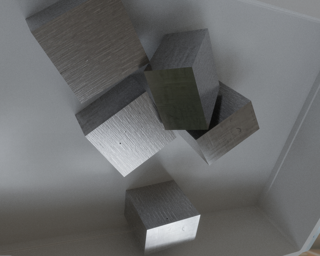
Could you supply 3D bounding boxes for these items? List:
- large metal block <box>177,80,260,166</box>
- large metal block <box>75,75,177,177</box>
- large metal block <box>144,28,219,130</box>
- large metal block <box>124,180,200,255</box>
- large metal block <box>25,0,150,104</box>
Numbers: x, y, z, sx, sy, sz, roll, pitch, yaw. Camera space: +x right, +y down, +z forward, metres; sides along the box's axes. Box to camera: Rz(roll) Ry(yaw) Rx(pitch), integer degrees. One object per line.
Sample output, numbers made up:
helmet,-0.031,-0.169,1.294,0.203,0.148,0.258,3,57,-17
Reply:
large metal block,0.067,-0.012,0.404,0.080,0.080,0.050,-35,129,-5
large metal block,-0.039,-0.002,0.371,0.080,0.050,0.080,-37,130,-4
large metal block,0.030,-0.054,0.349,0.050,0.080,0.080,-1,132,24
large metal block,0.000,0.128,0.454,0.081,0.080,0.050,-8,122,-25
large metal block,-0.069,-0.085,0.303,0.080,0.050,0.080,-33,129,-7
